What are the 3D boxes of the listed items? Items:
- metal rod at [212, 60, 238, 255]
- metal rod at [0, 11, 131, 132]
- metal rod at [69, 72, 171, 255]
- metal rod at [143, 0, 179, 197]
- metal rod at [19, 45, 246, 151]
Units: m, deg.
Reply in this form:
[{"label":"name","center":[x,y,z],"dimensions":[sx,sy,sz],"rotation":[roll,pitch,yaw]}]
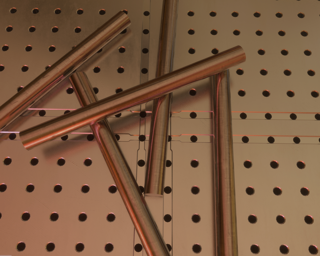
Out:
[{"label":"metal rod","center":[0.082,0.044,0.396],"dimensions":[0.025,0.025,0.299],"rotation":[2,70,0]},{"label":"metal rod","center":[-0.157,-0.066,0.433],"dimensions":[0.025,0.025,0.301],"rotation":[42,75,13]},{"label":"metal rod","center":[-0.050,0.055,0.391],"dimensions":[0.025,0.025,0.299],"rotation":[-25,72,-9]},{"label":"metal rod","center":[0.005,-0.057,0.432],"dimensions":[0.025,0.025,0.299],"rotation":[5,70,1]},{"label":"metal rod","center":[-0.027,-0.042,0.399],"dimensions":[0.302,0.025,0.025],"rotation":[-23,72,-9]}]
